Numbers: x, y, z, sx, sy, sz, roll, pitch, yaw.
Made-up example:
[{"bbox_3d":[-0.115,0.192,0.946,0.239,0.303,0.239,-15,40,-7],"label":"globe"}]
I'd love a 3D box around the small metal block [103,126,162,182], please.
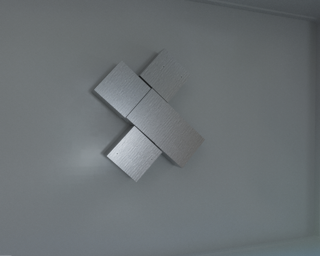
[{"bbox_3d":[-0.035,0.032,0.396,0.050,0.025,0.050,45,77,-15],"label":"small metal block"}]

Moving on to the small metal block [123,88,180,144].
[{"bbox_3d":[-0.012,-0.015,0.403,0.050,0.025,0.050,43,76,-15],"label":"small metal block"}]

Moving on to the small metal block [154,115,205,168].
[{"bbox_3d":[0.023,0.018,0.416,0.050,0.025,0.050,43,76,-15],"label":"small metal block"}]

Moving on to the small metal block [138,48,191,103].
[{"bbox_3d":[0.004,-0.067,0.409,0.050,0.025,0.050,43,75,-15],"label":"small metal block"}]

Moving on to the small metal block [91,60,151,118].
[{"bbox_3d":[-0.049,-0.048,0.390,0.050,0.025,0.050,43,76,-15],"label":"small metal block"}]
